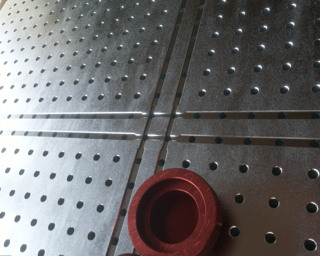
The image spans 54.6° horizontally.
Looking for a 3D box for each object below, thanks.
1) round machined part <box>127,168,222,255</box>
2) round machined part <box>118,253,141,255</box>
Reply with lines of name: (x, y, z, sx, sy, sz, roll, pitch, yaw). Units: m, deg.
round machined part: (0.018, 0.096, 0.330, 0.098, 0.042, 0.098, -13, 56, 21)
round machined part: (-0.021, 0.168, 0.290, 0.098, 0.042, 0.098, -1, 87, 33)
